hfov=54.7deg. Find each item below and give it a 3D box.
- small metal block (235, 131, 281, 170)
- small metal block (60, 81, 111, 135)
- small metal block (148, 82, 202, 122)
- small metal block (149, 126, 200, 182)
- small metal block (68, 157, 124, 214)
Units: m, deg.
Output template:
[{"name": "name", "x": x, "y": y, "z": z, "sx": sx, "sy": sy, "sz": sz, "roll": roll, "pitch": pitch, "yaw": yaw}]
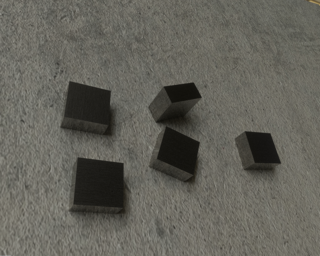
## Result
[{"name": "small metal block", "x": 0.145, "y": 0.034, "z": 0.461, "sx": 0.050, "sy": 0.025, "sz": 0.050, "roll": 4, "pitch": 60, "yaw": -26}, {"name": "small metal block", "x": -0.088, "y": -0.023, "z": 0.370, "sx": 0.050, "sy": 0.025, "sz": 0.050, "roll": 12, "pitch": 57, "yaw": -22}, {"name": "small metal block", "x": 0.020, "y": -0.035, "z": 0.419, "sx": 0.050, "sy": 0.050, "sz": 0.025, "roll": -13, "pitch": 69, "yaw": -33}, {"name": "small metal block", "x": 0.019, "y": 0.033, "z": 0.393, "sx": 0.050, "sy": 0.025, "sz": 0.050, "roll": 26, "pitch": 53, "yaw": -12}, {"name": "small metal block", "x": -0.067, "y": 0.062, "z": 0.330, "sx": 0.050, "sy": 0.025, "sz": 0.050, "roll": 11, "pitch": 57, "yaw": -23}]
